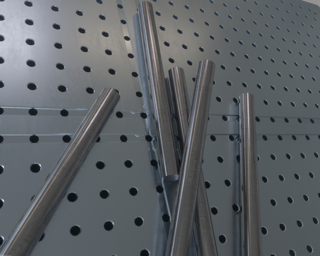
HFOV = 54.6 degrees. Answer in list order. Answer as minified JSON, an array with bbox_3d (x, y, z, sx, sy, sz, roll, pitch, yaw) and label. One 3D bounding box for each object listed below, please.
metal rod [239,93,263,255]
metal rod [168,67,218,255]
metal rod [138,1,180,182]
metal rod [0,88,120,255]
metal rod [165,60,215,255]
[{"bbox_3d":[0.124,0.072,0.429,0.025,0.025,0.300,21,54,-16],"label":"metal rod"},{"bbox_3d":[0.041,0.046,0.401,0.025,0.025,0.299,7,59,-25],"label":"metal rod"},{"bbox_3d":[-0.006,-0.070,0.447,0.025,0.025,0.299,6,59,-25],"label":"metal rod"},{"bbox_3d":[-0.109,0.067,0.308,0.025,0.025,0.300,30,52,-9],"label":"metal rod"},{"bbox_3d":[0.038,0.041,0.374,0.025,0.025,0.300,21,61,-16],"label":"metal rod"}]
